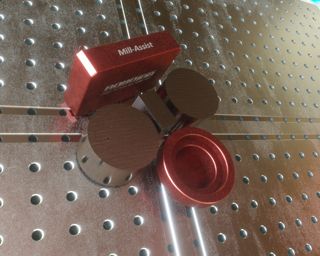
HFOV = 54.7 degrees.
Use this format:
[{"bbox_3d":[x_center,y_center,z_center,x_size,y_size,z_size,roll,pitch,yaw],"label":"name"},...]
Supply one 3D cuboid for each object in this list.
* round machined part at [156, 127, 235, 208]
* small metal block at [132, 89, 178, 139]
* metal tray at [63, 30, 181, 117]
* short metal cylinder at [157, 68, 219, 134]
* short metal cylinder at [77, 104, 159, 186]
[{"bbox_3d":[0.040,0.051,0.382,0.099,0.042,0.098,14,56,-21],"label":"round machined part"},{"bbox_3d":[-0.012,-0.012,0.387,0.025,0.050,0.050,-28,78,-37],"label":"small metal block"},{"bbox_3d":[-0.045,-0.067,0.377,0.131,0.090,0.030,-26,77,-36],"label":"metal tray"},{"bbox_3d":[0.033,-0.035,0.426,0.081,0.050,0.080,14,56,-21],"label":"short metal cylinder"},{"bbox_3d":[-0.048,0.019,0.350,0.081,0.050,0.080,14,56,-21],"label":"short metal cylinder"}]
